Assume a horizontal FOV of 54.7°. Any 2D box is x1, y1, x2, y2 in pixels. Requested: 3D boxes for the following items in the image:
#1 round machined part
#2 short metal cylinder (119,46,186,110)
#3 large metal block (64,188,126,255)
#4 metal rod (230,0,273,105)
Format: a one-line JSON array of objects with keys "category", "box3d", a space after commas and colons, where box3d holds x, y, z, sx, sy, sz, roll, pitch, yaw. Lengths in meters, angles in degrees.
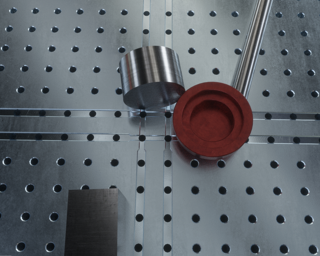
[{"category": "round machined part", "box3d": [0.066, -0.007, 0.402, 0.099, 0.042, 0.098, -1, 75, 4]}, {"category": "short metal cylinder", "box3d": [-0.011, -0.063, 0.406, 0.081, 0.080, 0.050, -8, 71, -3]}, {"category": "large metal block", "box3d": [-0.067, 0.113, 0.340, 0.050, 0.080, 0.080, -2, 70, -1]}, {"category": "metal rod", "box3d": [0.152, -0.164, 0.473, 0.025, 0.025, 0.299, 18, 71, 6]}]
